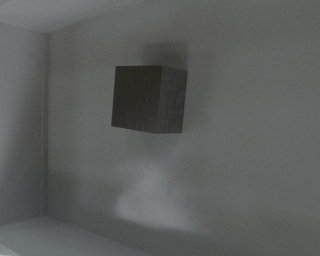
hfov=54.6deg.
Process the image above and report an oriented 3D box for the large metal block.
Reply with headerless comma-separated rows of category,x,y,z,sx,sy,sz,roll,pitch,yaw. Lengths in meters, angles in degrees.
large metal block,-0.015,-0.037,0.404,0.080,0.050,0.080,9,96,39
